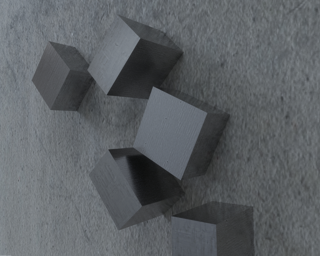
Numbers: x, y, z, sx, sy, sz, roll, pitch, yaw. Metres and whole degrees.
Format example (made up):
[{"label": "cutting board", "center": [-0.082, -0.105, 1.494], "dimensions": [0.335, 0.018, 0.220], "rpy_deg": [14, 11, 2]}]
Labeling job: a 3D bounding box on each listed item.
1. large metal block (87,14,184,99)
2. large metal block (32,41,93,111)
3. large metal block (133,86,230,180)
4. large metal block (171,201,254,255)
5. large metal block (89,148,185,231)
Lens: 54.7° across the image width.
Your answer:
[{"label": "large metal block", "center": [-0.031, -0.085, 0.392], "dimensions": [0.050, 0.081, 0.080], "rpy_deg": [51, 120, 27]}, {"label": "large metal block", "center": [-0.163, -0.085, 0.520], "dimensions": [0.080, 0.050, 0.080], "rpy_deg": [50, 119, 28]}, {"label": "large metal block", "center": [0.023, 0.004, 0.368], "dimensions": [0.080, 0.050, 0.079], "rpy_deg": [31, 109, 35]}, {"label": "large metal block", "center": [0.057, 0.126, 0.321], "dimensions": [0.050, 0.081, 0.079], "rpy_deg": [-2, 89, 40]}, {"label": "large metal block", "center": [-0.029, 0.071, 0.391], "dimensions": [0.050, 0.081, 0.080], "rpy_deg": [-50, 61, 28]}]
